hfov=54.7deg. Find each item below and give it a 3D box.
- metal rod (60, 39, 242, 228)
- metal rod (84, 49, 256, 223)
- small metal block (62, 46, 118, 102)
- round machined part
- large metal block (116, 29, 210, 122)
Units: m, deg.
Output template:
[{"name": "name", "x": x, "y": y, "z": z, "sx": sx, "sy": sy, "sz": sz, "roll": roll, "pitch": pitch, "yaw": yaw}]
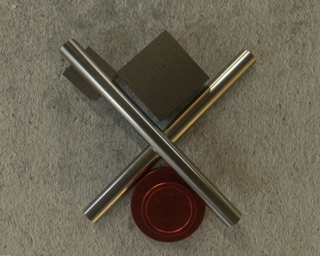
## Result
[{"name": "metal rod", "x": -0.011, "y": 0.007, "z": 0.385, "sx": 0.025, "sy": 0.025, "sz": 0.300, "roll": -44, "pitch": 91, "yaw": 0}, {"name": "metal rod", "x": 0.014, "y": 0.010, "z": 0.413, "sx": 0.025, "sy": 0.025, "sz": 0.300, "roll": 45, "pitch": 89, "yaw": -1}, {"name": "small metal block", "x": -0.090, "y": -0.071, "z": 0.411, "sx": 0.050, "sy": 0.025, "sz": 0.050, "roll": 43, "pitch": 90, "yaw": -1}, {"name": "round machined part", "x": 0.011, "y": 0.101, "z": 0.402, "sx": 0.099, "sy": 0.042, "sz": 0.097, "roll": 0, "pitch": 90, "yaw": -1}, {"name": "large metal block", "x": 0.004, "y": -0.064, "z": 0.400, "sx": 0.080, "sy": 0.050, "sz": 0.080, "roll": -42, "pitch": 91, "yaw": 0}]
